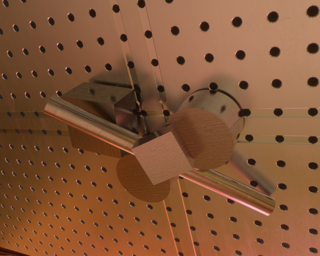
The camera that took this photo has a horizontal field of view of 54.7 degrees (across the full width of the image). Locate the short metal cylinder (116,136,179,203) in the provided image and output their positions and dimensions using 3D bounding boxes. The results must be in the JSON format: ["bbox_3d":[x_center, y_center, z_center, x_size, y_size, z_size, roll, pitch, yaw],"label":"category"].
[{"bbox_3d":[-0.013,0.056,0.432,0.080,0.050,0.079,13,124,21],"label":"short metal cylinder"}]

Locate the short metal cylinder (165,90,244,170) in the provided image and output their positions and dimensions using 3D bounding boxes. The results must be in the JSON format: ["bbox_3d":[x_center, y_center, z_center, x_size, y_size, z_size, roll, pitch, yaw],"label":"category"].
[{"bbox_3d":[0.052,0.002,0.364,0.080,0.050,0.079,13,124,21],"label":"short metal cylinder"}]

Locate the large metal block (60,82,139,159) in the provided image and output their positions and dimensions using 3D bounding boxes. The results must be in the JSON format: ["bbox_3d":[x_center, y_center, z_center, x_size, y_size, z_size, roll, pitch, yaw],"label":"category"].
[{"bbox_3d":[-0.079,-0.012,0.422,0.080,0.050,0.079,10,123,22],"label":"large metal block"}]

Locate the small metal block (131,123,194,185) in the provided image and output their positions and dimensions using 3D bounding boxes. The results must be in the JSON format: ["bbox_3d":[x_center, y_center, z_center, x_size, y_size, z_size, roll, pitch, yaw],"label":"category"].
[{"bbox_3d":[0.004,0.030,0.349,0.050,0.025,0.050,-25,105,18],"label":"small metal block"}]

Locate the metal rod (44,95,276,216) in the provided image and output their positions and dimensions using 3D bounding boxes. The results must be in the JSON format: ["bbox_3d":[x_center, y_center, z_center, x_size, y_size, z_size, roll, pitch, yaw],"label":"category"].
[{"bbox_3d":[0.005,0.037,0.381,0.301,0.025,0.025,25,129,-6],"label":"metal rod"}]
